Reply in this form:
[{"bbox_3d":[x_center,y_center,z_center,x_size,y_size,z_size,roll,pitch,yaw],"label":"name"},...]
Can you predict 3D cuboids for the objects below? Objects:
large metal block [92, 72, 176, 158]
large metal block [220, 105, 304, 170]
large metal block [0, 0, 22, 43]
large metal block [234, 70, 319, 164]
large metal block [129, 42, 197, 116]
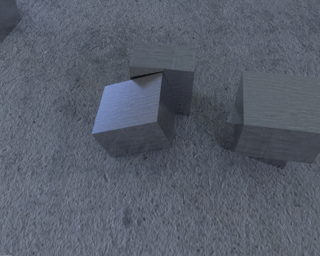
[{"bbox_3d":[-0.028,-0.015,0.383,0.080,0.050,0.080,-11,48,19],"label":"large metal block"},{"bbox_3d":[0.132,-0.006,0.393,0.080,0.050,0.080,20,53,16],"label":"large metal block"},{"bbox_3d":[-0.296,-0.208,0.540,0.050,0.080,0.080,7,50,6],"label":"large metal block"},{"bbox_3d":[0.126,-0.013,0.334,0.080,0.050,0.080,7,51,5],"label":"large metal block"},{"bbox_3d":[0.005,-0.065,0.422,0.080,0.080,0.050,6,50,5],"label":"large metal block"}]
